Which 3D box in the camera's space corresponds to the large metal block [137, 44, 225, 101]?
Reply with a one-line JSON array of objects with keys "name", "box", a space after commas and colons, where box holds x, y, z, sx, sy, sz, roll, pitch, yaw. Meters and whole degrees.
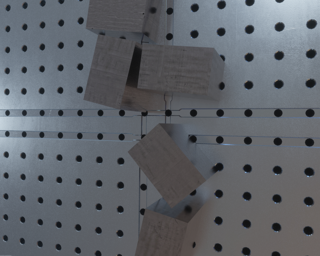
[{"name": "large metal block", "box": [0.029, -0.064, 0.373, 0.080, 0.080, 0.050, 8, 93, 19]}]

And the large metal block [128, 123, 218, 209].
[{"name": "large metal block", "box": [0.019, 0.041, 0.376, 0.050, 0.080, 0.080, -43, 77, 15]}]

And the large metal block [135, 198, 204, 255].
[{"name": "large metal block", "box": [0.012, 0.134, 0.379, 0.050, 0.080, 0.079, 14, 95, 19]}]

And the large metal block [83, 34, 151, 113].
[{"name": "large metal block", "box": [-0.046, -0.066, 0.399, 0.050, 0.080, 0.079, 16, 95, 19]}]

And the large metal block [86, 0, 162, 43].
[{"name": "large metal block", "box": [-0.045, -0.163, 0.414, 0.080, 0.050, 0.079, 10, 93, 19]}]
